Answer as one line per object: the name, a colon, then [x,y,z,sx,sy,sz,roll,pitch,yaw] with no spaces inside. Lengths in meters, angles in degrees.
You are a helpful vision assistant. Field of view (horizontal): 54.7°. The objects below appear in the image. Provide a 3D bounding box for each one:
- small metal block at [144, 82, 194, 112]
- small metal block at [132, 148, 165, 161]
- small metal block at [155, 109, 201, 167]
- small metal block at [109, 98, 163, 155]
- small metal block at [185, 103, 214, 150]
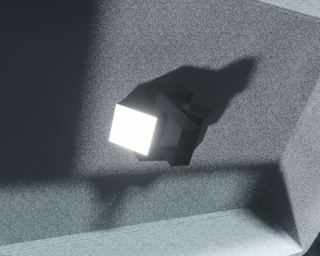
small metal block: [0.009,-0.028,0.393,0.050,0.025,0.050,2,118,-30]
small metal block: [-0.004,0.016,0.414,0.050,0.025,0.050,3,117,-29]
small metal block: [0.019,0.011,0.374,0.025,0.050,0.050,0,118,-29]
small metal block: [-0.029,-0.002,0.372,0.050,0.025,0.050,20,115,10]
small metal block: [0.046,-0.001,0.415,0.050,0.025,0.050,-35,145,-60]
